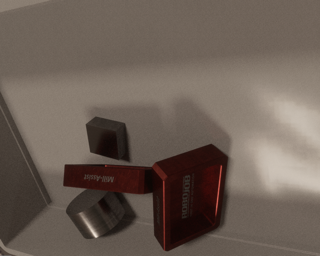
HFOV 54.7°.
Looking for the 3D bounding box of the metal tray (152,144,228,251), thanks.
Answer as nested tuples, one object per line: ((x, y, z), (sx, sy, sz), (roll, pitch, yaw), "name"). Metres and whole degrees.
((0.038, 0.092, 0.402), (0.030, 0.091, 0.129), (44, 143, 49), "metal tray")

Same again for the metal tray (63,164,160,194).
((-0.057, 0.069, 0.437), (0.130, 0.090, 0.030), (-1, 84, 28), "metal tray")

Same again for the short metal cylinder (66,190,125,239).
((-0.105, 0.134, 0.509), (0.080, 0.080, 0.050), (-17, 110, 34), "short metal cylinder")

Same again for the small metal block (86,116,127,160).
((-0.078, 0.015, 0.457), (0.050, 0.025, 0.050), (12, 124, 21), "small metal block")
